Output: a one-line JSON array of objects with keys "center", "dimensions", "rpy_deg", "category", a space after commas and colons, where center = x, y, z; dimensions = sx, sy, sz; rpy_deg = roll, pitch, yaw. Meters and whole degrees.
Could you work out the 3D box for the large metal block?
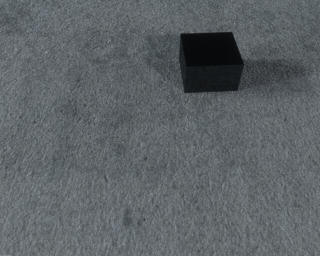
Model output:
[{"center": [0.074, -0.101, 0.472], "dimensions": [0.080, 0.050, 0.080], "rpy_deg": [-3, 50, -2], "category": "large metal block"}]
